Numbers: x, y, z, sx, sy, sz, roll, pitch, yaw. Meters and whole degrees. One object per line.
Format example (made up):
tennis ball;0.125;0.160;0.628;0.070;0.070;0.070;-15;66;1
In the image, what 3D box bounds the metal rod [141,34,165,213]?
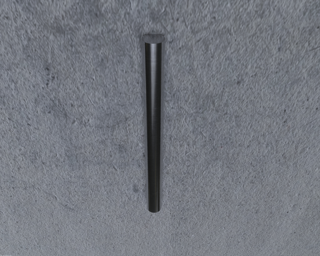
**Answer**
metal rod;-0.008;0.019;0.424;0.025;0.025;0.298;0;130;-1
